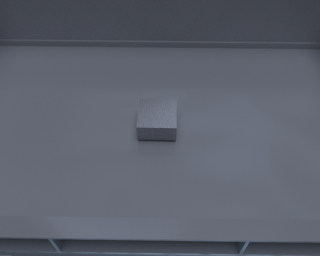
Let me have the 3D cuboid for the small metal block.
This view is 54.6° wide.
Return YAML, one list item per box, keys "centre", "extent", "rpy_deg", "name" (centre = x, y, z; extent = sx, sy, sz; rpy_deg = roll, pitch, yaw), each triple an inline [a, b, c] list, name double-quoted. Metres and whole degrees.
- centre: [-0.003, -0.011, 0.410]
  extent: [0.050, 0.025, 0.050]
  rpy_deg: [1, 50, 1]
  name: "small metal block"
